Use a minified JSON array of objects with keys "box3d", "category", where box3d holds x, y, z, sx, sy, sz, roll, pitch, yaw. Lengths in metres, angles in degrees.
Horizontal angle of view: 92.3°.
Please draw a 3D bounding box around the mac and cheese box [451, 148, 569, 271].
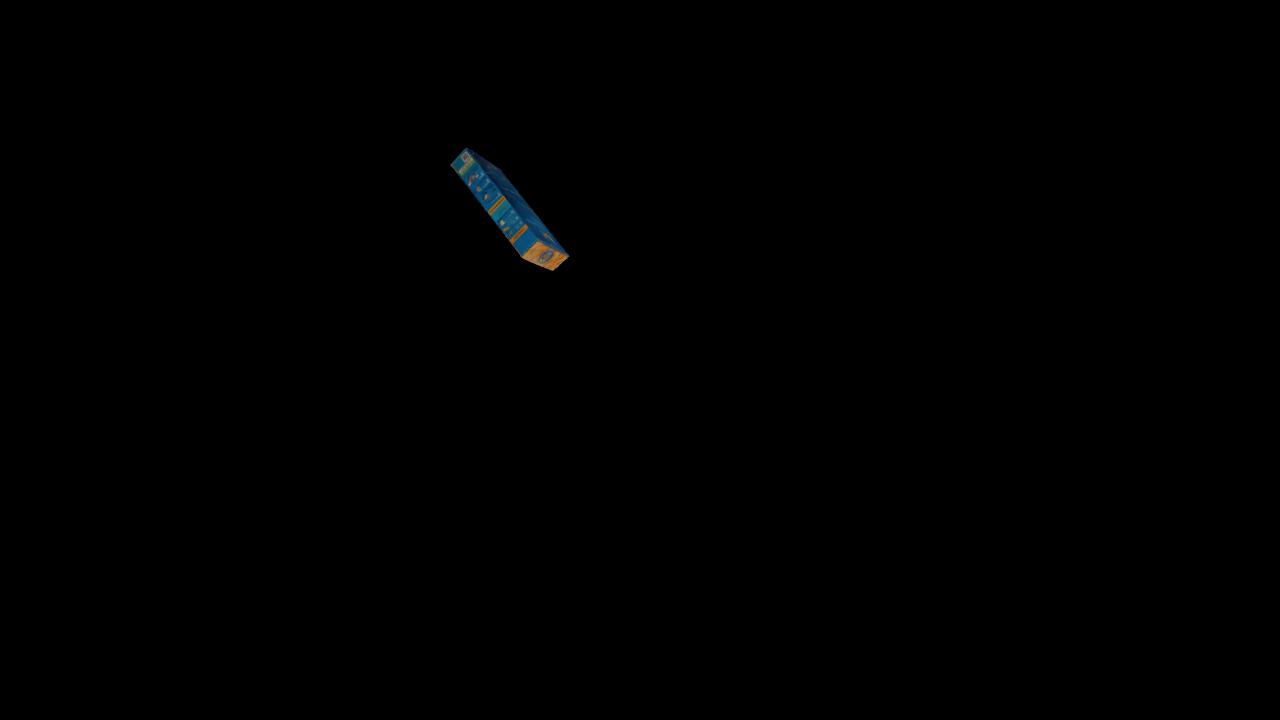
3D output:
[{"box3d":[-0.184,-0.212,0.874,0.041,0.184,0.093,-41,-16,11],"category":"mac and cheese box"}]
